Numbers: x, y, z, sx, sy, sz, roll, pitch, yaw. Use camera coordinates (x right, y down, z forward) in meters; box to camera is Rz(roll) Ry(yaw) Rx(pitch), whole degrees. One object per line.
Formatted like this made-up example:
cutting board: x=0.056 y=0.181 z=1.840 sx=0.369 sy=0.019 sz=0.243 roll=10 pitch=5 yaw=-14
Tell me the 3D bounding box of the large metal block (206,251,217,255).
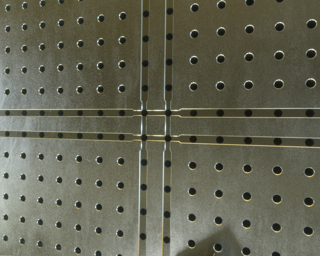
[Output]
large metal block: x=0.051 y=0.214 z=0.381 sx=0.080 sy=0.050 sz=0.080 roll=-34 pitch=80 yaw=16
